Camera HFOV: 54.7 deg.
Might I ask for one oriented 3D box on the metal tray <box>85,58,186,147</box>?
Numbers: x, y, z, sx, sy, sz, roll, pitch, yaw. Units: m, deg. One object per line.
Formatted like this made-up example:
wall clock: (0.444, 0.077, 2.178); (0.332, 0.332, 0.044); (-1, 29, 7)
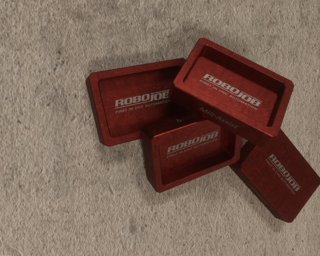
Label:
metal tray: (-0.020, -0.035, 0.399); (0.131, 0.030, 0.089); (-14, 95, -20)

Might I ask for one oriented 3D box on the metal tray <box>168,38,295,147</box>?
metal tray: (0.087, -0.046, 0.376); (0.130, 0.030, 0.090); (28, 61, 4)

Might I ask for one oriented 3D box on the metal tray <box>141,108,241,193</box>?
metal tray: (0.045, 0.022, 0.402); (0.131, 0.030, 0.089); (-18, 126, -19)

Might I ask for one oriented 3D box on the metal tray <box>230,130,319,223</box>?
metal tray: (0.179, 0.069, 0.474); (0.090, 0.030, 0.130); (-47, 105, -14)
